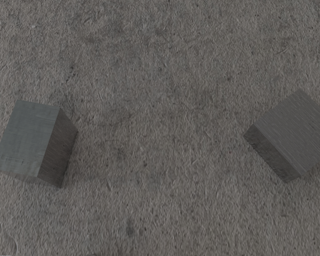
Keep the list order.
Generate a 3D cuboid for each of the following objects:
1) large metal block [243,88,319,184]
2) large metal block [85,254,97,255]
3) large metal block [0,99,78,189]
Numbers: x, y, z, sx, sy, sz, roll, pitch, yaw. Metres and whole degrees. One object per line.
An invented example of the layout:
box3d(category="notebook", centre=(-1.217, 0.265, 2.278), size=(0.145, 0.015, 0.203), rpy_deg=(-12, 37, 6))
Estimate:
box3d(category="large metal block", centre=(0.168, 0.010, 0.392), size=(0.080, 0.050, 0.080), rpy_deg=(-35, 74, -12))
box3d(category="large metal block", centre=(-0.076, 0.179, 0.313), size=(0.050, 0.080, 0.080), rpy_deg=(29, 73, 10))
box3d(category="large metal block", centre=(-0.143, 0.022, 0.370), size=(0.050, 0.080, 0.080), rpy_deg=(10, 70, 4))
